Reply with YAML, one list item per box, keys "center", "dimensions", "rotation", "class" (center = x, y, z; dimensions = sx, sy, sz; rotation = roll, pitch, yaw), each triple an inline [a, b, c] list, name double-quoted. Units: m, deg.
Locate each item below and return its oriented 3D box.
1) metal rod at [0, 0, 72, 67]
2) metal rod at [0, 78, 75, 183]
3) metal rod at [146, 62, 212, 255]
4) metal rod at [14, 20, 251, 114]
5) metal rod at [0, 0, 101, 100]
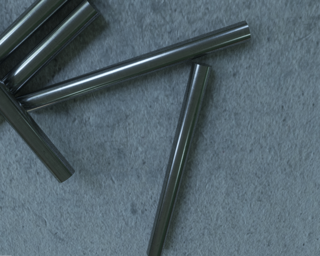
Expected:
- center: [-0.188, -0.096, 0.371]
  dimensions: [0.300, 0.025, 0.025]
  rotation: [-37, 106, 12]
  class: "metal rod"
- center: [-0.200, -0.056, 0.358]
  dimensions: [0.025, 0.025, 0.299]
  rotation: [-30, 108, 10]
  class: "metal rod"
- center: [0.022, 0.058, 0.431]
  dimensions: [0.025, 0.025, 0.298]
  rotation: [11, 110, -5]
  class: "metal rod"
- center: [-0.040, -0.071, 0.382]
  dimensions: [0.301, 0.025, 0.025]
  rotation: [-17, 109, 5]
  class: "metal rod"
- center: [-0.192, -0.050, 0.388]
  dimensions: [0.300, 0.025, 0.025]
  rotation: [-38, 106, 12]
  class: "metal rod"
